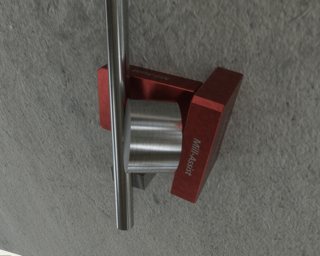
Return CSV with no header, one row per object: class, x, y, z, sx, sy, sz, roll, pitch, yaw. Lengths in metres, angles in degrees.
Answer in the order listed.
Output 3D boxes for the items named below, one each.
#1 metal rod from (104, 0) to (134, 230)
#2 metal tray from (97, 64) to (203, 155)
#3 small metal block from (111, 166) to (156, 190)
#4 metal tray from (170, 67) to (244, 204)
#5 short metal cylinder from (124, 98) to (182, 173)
metal rod,-0.048,-0.002,0.380,0.025,0.025,0.298,10,114,22
metal tray,-0.015,-0.027,0.394,0.130,0.030,0.089,17,125,18
small metal block,-0.034,0.057,0.444,0.050,0.050,0.025,12,123,21
metal tray,0.051,0.008,0.343,0.030,0.090,0.129,21,126,16
short metal cylinder,-0.011,0.009,0.335,0.050,0.080,0.079,2,126,-12
